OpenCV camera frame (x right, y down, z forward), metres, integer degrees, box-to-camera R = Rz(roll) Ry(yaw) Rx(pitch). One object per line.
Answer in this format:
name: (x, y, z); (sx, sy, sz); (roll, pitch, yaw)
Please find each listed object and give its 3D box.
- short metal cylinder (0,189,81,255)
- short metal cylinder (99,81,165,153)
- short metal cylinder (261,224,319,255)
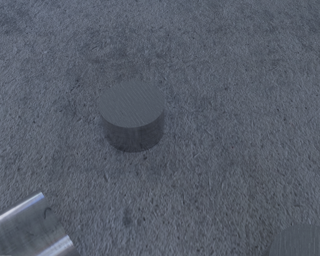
short metal cylinder: (-0.112, 0.103, 0.280); (0.050, 0.080, 0.080); (-31, 57, -23)
short metal cylinder: (-0.034, -0.015, 0.399); (0.080, 0.050, 0.080); (0, 50, 0)
short metal cylinder: (0.131, 0.134, 0.275); (0.080, 0.050, 0.080); (0, 50, 0)
